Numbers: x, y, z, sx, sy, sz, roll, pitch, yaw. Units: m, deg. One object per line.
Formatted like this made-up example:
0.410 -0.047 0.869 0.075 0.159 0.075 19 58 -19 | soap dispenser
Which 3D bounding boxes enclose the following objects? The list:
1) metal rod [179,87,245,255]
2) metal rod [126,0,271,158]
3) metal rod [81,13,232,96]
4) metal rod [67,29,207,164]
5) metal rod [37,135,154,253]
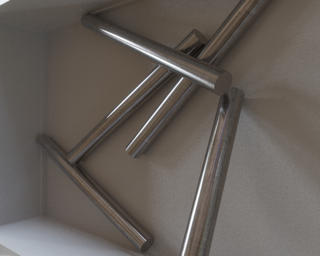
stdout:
0.037 0.092 0.284 0.025 0.025 0.300 -2 59 40 | metal rod
0.046 -0.069 0.368 0.298 0.025 0.025 -51 60 28 | metal rod
-0.028 -0.109 0.404 0.300 0.025 0.025 36 113 42 | metal rod
-0.049 -0.028 0.447 0.299 0.025 0.025 -39 66 33 | metal rod
-0.121 0.092 0.506 0.300 0.025 0.025 34 111 35 | metal rod
